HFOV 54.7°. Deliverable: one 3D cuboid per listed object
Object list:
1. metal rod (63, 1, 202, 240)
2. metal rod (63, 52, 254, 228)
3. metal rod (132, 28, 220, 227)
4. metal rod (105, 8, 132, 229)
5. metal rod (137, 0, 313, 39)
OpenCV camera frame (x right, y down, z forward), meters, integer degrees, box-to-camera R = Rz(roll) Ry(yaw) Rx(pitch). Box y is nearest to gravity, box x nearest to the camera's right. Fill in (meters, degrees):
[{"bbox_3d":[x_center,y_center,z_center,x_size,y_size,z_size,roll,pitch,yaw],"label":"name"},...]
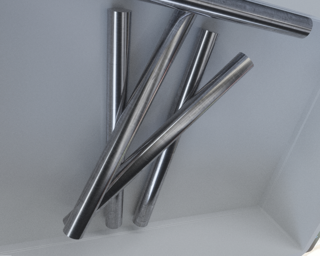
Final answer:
[{"bbox_3d":[-0.033,-0.009,0.352,0.025,0.025,0.299,24,95,-37],"label":"metal rod"},{"bbox_3d":[-0.003,0.019,0.384,0.300,0.025,0.025,-43,129,2],"label":"metal rod"},{"bbox_3d":[0.015,0.015,0.425,0.025,0.025,0.298,5,116,-31],"label":"metal rod"},{"bbox_3d":[-0.054,0.010,0.385,0.025,0.025,0.298,-8,122,-24],"label":"metal rod"},{"bbox_3d":[0.030,-0.131,0.314,0.302,0.025,0.025,5,116,-21],"label":"metal rod"}]
